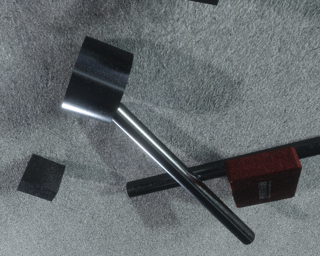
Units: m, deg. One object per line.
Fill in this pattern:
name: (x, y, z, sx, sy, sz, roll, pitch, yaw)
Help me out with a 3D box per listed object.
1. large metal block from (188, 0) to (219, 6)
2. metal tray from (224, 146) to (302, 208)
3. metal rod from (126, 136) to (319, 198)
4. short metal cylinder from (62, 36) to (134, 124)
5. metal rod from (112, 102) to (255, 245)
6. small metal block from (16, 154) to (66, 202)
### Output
large metal block: (0.026, -0.153, 0.241, 0.050, 0.080, 0.079, 8, 130, -7)
metal tray: (0.146, 0.076, 0.443, 0.090, 0.030, 0.130, -14, 148, 10)
metal rod: (0.094, 0.059, 0.459, 0.301, 0.025, 0.025, -15, 129, 12)
short metal cylinder: (-0.066, -0.050, 0.328, 0.050, 0.080, 0.079, 19, 128, -15)
metal rod: (0.042, 0.076, 0.441, 0.025, 0.025, 0.300, -35, 113, 25)
small metal block: (-0.171, 0.072, 0.450, 0.050, 0.050, 0.025, 26, 125, -21)
